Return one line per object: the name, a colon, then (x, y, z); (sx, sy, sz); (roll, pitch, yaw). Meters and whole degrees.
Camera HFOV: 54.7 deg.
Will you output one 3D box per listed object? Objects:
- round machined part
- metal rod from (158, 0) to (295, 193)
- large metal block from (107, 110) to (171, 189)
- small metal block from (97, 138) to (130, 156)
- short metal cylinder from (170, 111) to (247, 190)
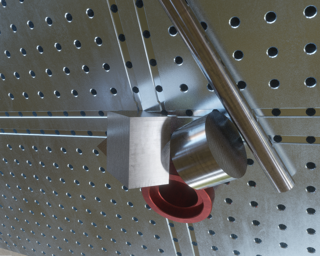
round machined part: (0.028, 0.084, 0.431); (0.098, 0.042, 0.097); (12, 130, 15)
metal rod: (0.068, -0.051, 0.342); (0.025, 0.025, 0.299); (-25, 105, 36)
large metal block: (-0.029, 0.022, 0.382); (0.080, 0.050, 0.079); (17, 106, 62)
small metal block: (-0.056, 0.028, 0.456); (0.050, 0.025, 0.050); (47, 129, -6)
short metal cylinder: (0.058, 0.027, 0.361); (0.050, 0.080, 0.080); (-28, 104, 37)
